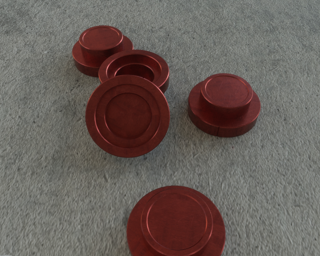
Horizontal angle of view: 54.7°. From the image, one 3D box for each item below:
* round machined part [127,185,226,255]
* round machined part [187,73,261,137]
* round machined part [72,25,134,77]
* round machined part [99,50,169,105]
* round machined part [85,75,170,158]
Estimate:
[{"bbox_3d":[0.016,0.100,0.308,0.099,0.042,0.098,0,50,0],"label":"round machined part"},{"bbox_3d":[0.088,-0.038,0.424,0.099,0.042,0.098,0,50,0],"label":"round machined part"},{"bbox_3d":[-0.092,-0.129,0.500,0.099,0.042,0.098,0,50,0],"label":"round machined part"},{"bbox_3d":[-0.036,-0.067,0.448,0.099,0.042,0.098,0,50,0],"label":"round machined part"},{"bbox_3d":[-0.039,-0.015,0.382,0.099,0.042,0.097,0,95,-4],"label":"round machined part"}]
